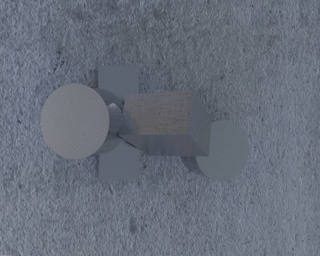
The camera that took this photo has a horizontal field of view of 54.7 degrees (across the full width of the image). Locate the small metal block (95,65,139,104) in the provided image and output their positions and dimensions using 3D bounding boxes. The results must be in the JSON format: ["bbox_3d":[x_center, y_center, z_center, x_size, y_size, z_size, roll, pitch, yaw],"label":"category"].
[{"bbox_3d":[-0.054,-0.051,0.390,0.050,0.025,0.050,-1,91,-21],"label":"small metal block"}]

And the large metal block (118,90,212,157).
[{"bbox_3d":[0.010,-0.002,0.366,0.080,0.080,0.050,43,50,-58],"label":"large metal block"}]

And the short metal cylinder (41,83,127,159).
[{"bbox_3d":[-0.083,-0.007,0.348,0.080,0.050,0.079,0,91,15],"label":"short metal cylinder"}]

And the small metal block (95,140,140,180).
[{"bbox_3d":[-0.053,0.038,0.391,0.050,0.025,0.050,3,89,-20],"label":"small metal block"}]

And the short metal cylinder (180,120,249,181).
[{"bbox_3d":[0.073,0.029,0.426,0.081,0.050,0.079,0,90,-21],"label":"short metal cylinder"}]
